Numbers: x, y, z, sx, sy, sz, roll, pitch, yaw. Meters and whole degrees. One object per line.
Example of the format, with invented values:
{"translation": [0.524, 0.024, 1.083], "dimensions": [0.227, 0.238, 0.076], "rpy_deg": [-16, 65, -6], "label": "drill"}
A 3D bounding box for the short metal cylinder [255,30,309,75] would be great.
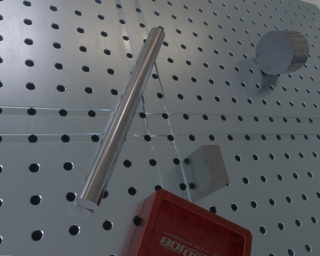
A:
{"translation": [0.229, -0.142, 0.583], "dimensions": [0.050, 0.080, 0.080], "rpy_deg": [-13, 68, -33], "label": "short metal cylinder"}

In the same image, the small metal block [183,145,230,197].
{"translation": [0.057, 0.054, 0.390], "dimensions": [0.025, 0.050, 0.050], "rpy_deg": [3, 61, -27], "label": "small metal block"}

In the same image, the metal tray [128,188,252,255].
{"translation": [0.036, 0.135, 0.342], "dimensions": [0.131, 0.030, 0.090], "rpy_deg": [28, 52, -11], "label": "metal tray"}

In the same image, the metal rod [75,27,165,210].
{"translation": [-0.040, -0.037, 0.409], "dimensions": [0.025, 0.025, 0.300], "rpy_deg": [26, 52, -12], "label": "metal rod"}
